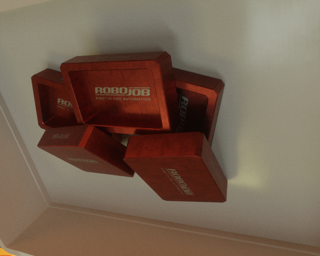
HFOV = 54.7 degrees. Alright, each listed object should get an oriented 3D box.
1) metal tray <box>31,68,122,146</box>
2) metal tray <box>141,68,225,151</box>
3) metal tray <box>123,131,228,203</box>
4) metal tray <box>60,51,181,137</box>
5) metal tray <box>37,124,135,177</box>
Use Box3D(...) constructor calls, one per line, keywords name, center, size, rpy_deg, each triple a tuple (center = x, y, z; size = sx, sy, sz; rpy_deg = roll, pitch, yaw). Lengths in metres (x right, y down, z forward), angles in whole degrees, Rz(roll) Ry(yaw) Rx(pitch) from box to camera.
Box3D(name="metal tray", center=(-0.119, -0.025, 0.446), size=(0.130, 0.030, 0.089), rpy_deg=(18, 126, 17))
Box3D(name="metal tray", center=(0.022, -0.006, 0.387), size=(0.090, 0.030, 0.129), rpy_deg=(18, 125, 17))
Box3D(name="metal tray", center=(0.025, 0.053, 0.380), size=(0.090, 0.030, 0.130), rpy_deg=(-4, 145, 23))
Box3D(name="metal tray", center=(-0.046, -0.039, 0.363), size=(0.130, 0.030, 0.089), rpy_deg=(4, 120, 26))
Box3D(name="metal tray", center=(-0.101, 0.033, 0.431), size=(0.130, 0.030, 0.090), rpy_deg=(-3, 148, 47))
